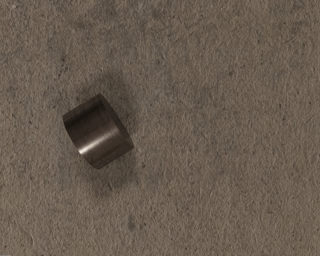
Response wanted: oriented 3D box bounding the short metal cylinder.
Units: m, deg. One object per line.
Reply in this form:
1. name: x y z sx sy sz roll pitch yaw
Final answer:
1. short metal cylinder: -0.074 0.004 0.382 0.050 0.080 0.080 -32 90 0
